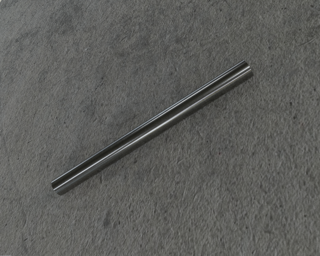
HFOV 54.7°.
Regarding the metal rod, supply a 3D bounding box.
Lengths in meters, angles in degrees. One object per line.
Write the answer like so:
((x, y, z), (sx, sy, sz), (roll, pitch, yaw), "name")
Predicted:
((-0.015, 0.003, 0.410), (0.300, 0.025, 0.025), (-32, 52, 7), "metal rod")
